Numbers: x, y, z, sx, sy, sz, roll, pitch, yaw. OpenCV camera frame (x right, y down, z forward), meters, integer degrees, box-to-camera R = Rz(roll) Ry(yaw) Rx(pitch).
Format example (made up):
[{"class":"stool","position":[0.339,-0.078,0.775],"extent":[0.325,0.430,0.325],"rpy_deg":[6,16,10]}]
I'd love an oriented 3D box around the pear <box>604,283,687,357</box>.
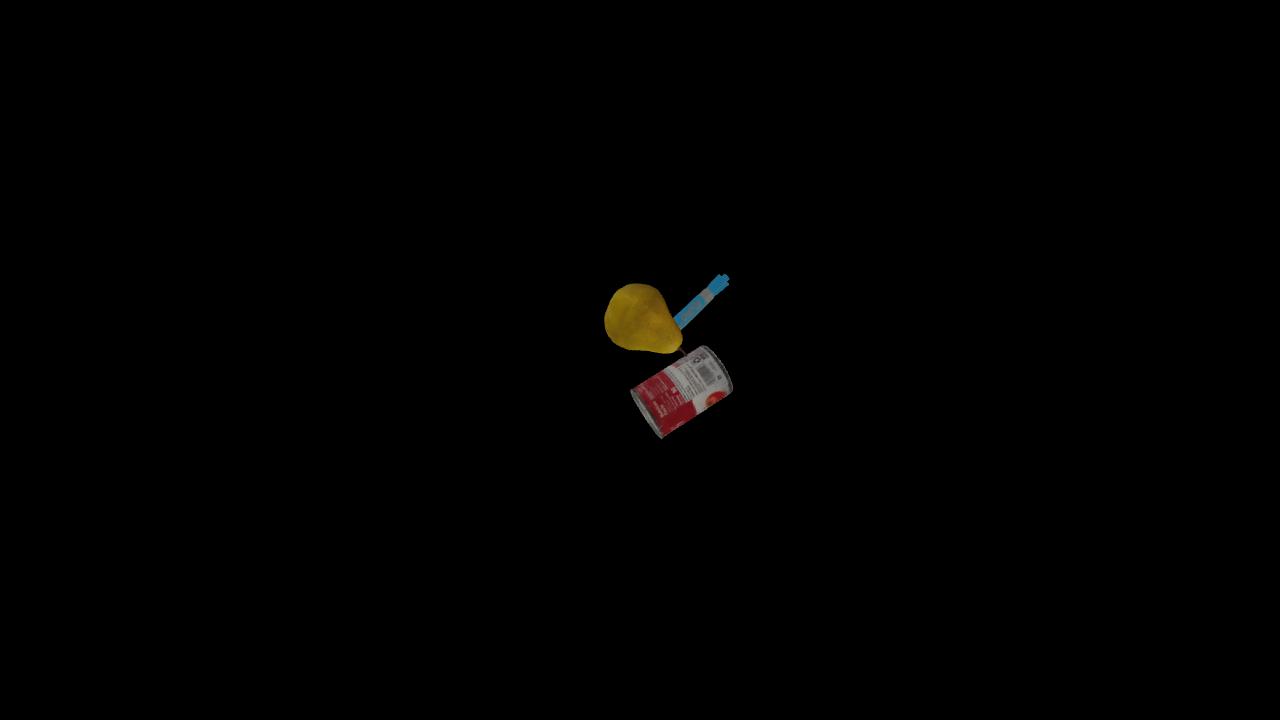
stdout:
[{"class":"pear","position":[0.015,-0.040,0.711],"extent":[0.111,0.080,0.080],"rpy_deg":[28,7,15]}]

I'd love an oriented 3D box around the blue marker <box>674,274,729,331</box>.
[{"class":"blue marker","position":[0.065,-0.063,0.767],"extent":[0.121,0.020,0.020],"rpy_deg":[-44,-3,3]}]

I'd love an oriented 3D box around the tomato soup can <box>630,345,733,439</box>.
[{"class":"tomato soup can","position":[0.048,0.036,0.712],"extent":[0.101,0.068,0.068],"rpy_deg":[-33,5,-8]}]
